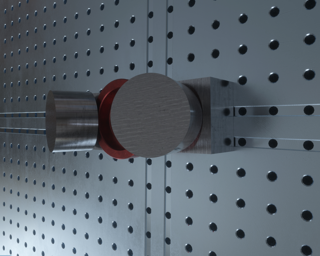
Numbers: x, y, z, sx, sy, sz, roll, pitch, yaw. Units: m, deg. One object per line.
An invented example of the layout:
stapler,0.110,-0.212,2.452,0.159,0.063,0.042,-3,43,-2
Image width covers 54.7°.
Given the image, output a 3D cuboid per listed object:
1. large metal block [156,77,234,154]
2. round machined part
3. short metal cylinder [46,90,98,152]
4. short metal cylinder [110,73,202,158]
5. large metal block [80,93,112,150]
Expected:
large metal block,0.037,-0.013,0.362,0.080,0.050,0.080,-1,90,40
round machined part,-0.036,-0.011,0.390,0.098,0.042,0.097,0,90,40
short metal cylinder,-0.118,-0.009,0.409,0.080,0.050,0.079,4,94,61
short metal cylinder,-0.002,-0.012,0.313,0.080,0.050,0.080,0,90,20
large metal block,-0.077,-0.010,0.457,0.080,0.050,0.080,1,91,40
